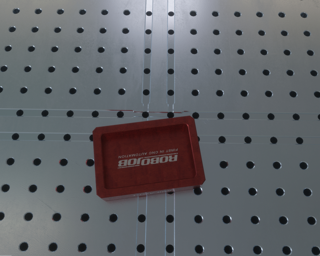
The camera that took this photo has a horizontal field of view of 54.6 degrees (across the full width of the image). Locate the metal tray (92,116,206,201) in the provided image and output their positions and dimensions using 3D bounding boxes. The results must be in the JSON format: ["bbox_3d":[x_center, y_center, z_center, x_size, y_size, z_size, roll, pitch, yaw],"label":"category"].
[{"bbox_3d":[-0.015,0.038,0.395,0.131,0.030,0.090,-7,70,-3],"label":"metal tray"}]
